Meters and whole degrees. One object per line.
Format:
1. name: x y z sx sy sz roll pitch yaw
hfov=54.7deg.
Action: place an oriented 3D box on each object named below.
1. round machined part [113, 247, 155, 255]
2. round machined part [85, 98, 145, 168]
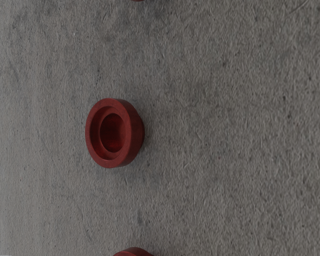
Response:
1. round machined part: -0.025 0.209 0.415 0.098 0.042 0.097 0 90 40
2. round machined part: -0.060 0.007 0.444 0.098 0.042 0.097 0 90 40
